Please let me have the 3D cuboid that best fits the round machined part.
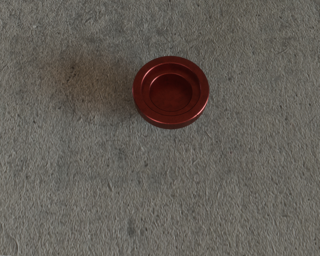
[{"bbox_3d":[0.014,-0.043,0.415,0.099,0.042,0.098,0,70,0],"label":"round machined part"}]
